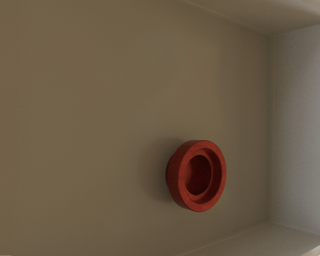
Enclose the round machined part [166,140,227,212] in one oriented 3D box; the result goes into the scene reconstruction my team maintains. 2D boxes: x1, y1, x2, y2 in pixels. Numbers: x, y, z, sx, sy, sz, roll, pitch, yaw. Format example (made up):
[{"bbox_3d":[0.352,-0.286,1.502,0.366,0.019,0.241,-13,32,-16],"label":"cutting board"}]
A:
[{"bbox_3d":[0.047,0.065,0.437,0.099,0.042,0.097,0,90,-40],"label":"round machined part"}]
